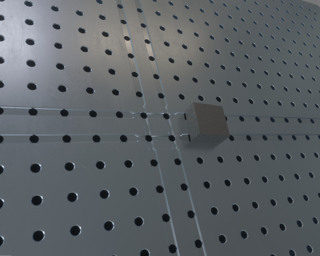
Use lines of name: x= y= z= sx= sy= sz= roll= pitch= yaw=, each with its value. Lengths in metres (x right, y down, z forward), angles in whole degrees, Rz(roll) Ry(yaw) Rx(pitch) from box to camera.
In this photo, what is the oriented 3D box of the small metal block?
small metal block: x=0.068 y=-0.007 z=0.448 sx=0.050 sy=0.025 sz=0.050 roll=6 pitch=59 yaw=-25
